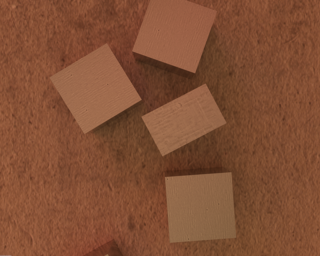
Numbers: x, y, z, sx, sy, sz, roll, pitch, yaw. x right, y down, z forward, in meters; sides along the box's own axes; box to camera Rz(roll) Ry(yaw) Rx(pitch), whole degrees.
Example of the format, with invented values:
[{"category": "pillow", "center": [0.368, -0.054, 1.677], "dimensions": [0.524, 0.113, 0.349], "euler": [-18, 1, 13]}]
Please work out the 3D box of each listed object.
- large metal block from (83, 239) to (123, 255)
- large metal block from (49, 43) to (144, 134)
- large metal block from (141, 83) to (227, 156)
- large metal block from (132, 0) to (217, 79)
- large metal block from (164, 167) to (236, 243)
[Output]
[{"category": "large metal block", "center": [-0.079, 0.205, 0.397], "dimensions": [0.080, 0.050, 0.080], "euler": [-29, 90, 0]}, {"category": "large metal block", "center": [-0.077, -0.047, 0.396], "dimensions": [0.080, 0.050, 0.080], "euler": [-31, 90, 0]}, {"category": "large metal block", "center": [0.027, -0.009, 0.383], "dimensions": [0.080, 0.080, 0.050], "euler": [-28, 90, 0]}, {"category": "large metal block", "center": [0.018, -0.117, 0.398], "dimensions": [0.080, 0.050, 0.080], "euler": [19, 90, -1]}, {"category": "large metal block", "center": [0.049, 0.096, 0.398], "dimensions": [0.081, 0.050, 0.079], "euler": [-4, 90, -1]}]
